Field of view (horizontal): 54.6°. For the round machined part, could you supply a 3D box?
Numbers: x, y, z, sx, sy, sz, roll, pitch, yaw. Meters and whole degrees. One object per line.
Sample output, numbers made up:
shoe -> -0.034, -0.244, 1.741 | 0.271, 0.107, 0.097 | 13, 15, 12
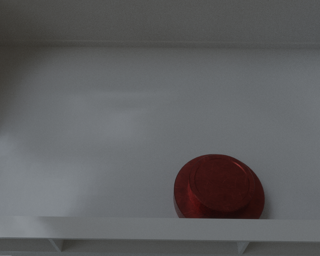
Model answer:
round machined part -> 0.065, 0.068, 0.338 | 0.099, 0.042, 0.098 | 0, 50, 0
